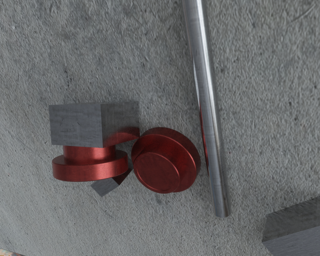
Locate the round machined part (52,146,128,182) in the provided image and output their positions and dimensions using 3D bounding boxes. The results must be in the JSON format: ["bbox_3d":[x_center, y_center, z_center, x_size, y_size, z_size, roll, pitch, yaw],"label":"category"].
[{"bbox_3d":[-0.093,0.037,0.415,0.098,0.099,0.042,1,98,28],"label":"round machined part"}]

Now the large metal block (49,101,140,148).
[{"bbox_3d":[-0.082,-0.007,0.402,0.080,0.080,0.050,1,97,28],"label":"large metal block"}]

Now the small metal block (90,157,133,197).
[{"bbox_3d":[-0.071,0.072,0.473,0.025,0.050,0.050,48,129,-6],"label":"small metal block"}]

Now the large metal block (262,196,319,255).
[{"bbox_3d":[0.187,0.139,0.378,0.080,0.050,0.080,48,129,-6],"label":"large metal block"}]

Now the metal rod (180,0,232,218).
[{"bbox_3d":[0.058,-0.014,0.366,0.025,0.025,0.298,2,120,27],"label":"metal rod"}]

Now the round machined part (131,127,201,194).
[{"bbox_3d":[0.003,0.051,0.426,0.098,0.042,0.097,13,124,20],"label":"round machined part"}]
